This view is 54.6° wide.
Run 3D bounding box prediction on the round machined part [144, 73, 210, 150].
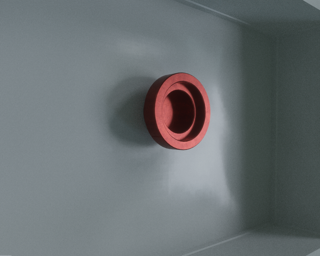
[{"bbox_3d":[0.018,-0.021,0.405,0.099,0.042,0.097,0,90,-40],"label":"round machined part"}]
